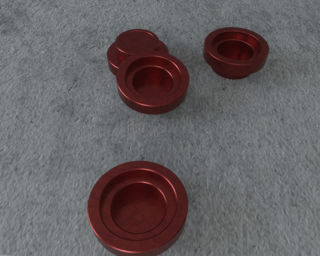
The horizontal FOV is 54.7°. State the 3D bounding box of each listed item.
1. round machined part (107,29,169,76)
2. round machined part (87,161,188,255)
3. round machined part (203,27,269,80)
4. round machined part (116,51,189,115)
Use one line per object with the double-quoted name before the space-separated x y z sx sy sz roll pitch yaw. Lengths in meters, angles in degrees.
"round machined part" -0.035 -0.122 0.494 0.099 0.042 0.098 0 50 0
"round machined part" -0.022 0.086 0.320 0.099 0.042 0.098 0 50 0
"round machined part" 0.117 -0.114 0.490 0.099 0.042 0.098 0 50 0
"round machined part" -0.010 -0.059 0.435 0.099 0.042 0.098 2 59 -3
